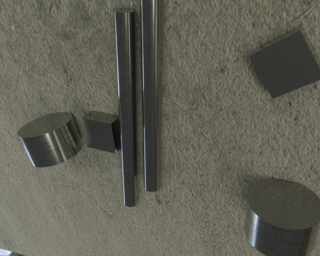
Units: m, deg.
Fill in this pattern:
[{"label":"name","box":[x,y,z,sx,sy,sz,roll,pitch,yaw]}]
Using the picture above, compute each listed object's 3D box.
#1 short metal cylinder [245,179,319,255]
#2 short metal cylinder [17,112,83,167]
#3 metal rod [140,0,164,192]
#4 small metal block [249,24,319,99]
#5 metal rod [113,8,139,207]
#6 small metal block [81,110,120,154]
[{"label":"short metal cylinder","box":[0.142,0.104,0.361,0.080,0.080,0.050,10,123,23]},{"label":"short metal cylinder","box":[-0.164,0.016,0.468,0.080,0.080,0.050,1,119,28]},{"label":"metal rod","box":[-0.010,-0.039,0.388,0.025,0.025,0.298,14,124,20]},{"label":"small metal block","box":[0.124,-0.064,0.302,0.050,0.025,0.050,-24,106,36]},{"label":"metal rod","box":[-0.043,-0.006,0.425,0.025,0.025,0.298,15,125,20]},{"label":"small metal block","box":[-0.083,0.005,0.454,0.050,0.025,0.050,11,123,22]}]
